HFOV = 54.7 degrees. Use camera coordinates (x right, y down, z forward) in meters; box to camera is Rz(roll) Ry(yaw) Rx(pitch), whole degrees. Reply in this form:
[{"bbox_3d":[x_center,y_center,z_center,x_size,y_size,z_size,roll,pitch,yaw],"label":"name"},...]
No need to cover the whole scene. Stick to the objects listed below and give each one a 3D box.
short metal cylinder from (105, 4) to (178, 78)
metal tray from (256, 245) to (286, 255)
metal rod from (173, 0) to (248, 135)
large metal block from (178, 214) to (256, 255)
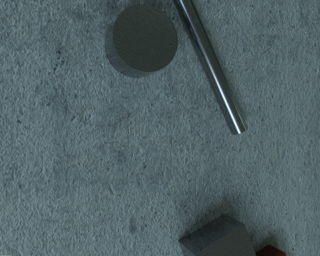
[{"bbox_3d":[-0.024,-0.106,0.387,0.081,0.050,0.079,0,90,-21],"label":"short metal cylinder"},{"bbox_3d":[0.139,0.247,0.459,0.131,0.030,0.090,-23,98,-19],"label":"metal tray"},{"bbox_3d":[0.053,-0.129,0.429,0.025,0.025,0.299,-29,100,-18],"label":"metal rod"},{"bbox_3d":[0.083,0.179,0.428,0.081,0.050,0.080,-24,98,-19],"label":"large metal block"}]
